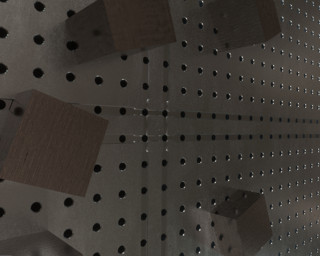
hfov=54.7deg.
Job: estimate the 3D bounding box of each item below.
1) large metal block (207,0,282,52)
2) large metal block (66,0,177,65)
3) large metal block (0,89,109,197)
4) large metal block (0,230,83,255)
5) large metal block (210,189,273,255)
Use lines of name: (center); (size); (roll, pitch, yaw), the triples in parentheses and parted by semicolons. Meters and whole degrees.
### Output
large metal block: (0.132, -0.173, 0.487); (0.050, 0.080, 0.080); (-36, 113, -34)
large metal block: (-0.043, -0.107, 0.339); (0.081, 0.080, 0.050); (-22, 104, -38)
large metal block: (-0.108, 0.017, 0.304); (0.080, 0.050, 0.080); (25, 74, -38)
large metal block: (-0.123, 0.133, 0.271); (0.081, 0.080, 0.050); (0, 90, -40)
large metal block: (0.136, 0.159, 0.510); (0.081, 0.050, 0.080); (-26, 107, -37)
